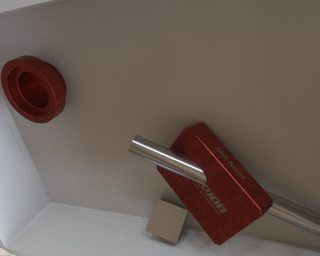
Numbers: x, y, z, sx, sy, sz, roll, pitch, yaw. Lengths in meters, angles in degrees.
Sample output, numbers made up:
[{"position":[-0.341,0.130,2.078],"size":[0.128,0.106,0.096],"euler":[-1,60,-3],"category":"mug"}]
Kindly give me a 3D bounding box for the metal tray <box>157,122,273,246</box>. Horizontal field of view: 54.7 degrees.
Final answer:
[{"position":[0.061,0.069,0.386],"size":[0.130,0.030,0.089],"euler":[50,131,19],"category":"metal tray"}]

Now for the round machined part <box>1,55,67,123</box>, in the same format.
[{"position":[-0.178,-0.059,0.452],"size":[0.098,0.042,0.097],"euler":[13,124,20],"category":"round machined part"}]

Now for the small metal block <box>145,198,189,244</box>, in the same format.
[{"position":[0.013,0.140,0.469],"size":[0.050,0.050,0.025],"euler":[17,169,18],"category":"small metal block"}]

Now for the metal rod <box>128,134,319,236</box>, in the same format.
[{"position":[0.104,0.079,0.377],"size":[0.301,0.025,0.025],"euler":[23,127,4],"category":"metal rod"}]
